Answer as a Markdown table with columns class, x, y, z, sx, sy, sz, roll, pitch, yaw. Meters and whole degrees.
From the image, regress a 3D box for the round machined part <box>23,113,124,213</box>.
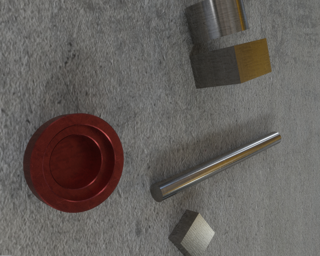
| class | x | y | z | sx | sy | sz | roll | pitch | yaw |
| --- | --- | --- | --- | --- | --- | --- | --- | --- | --- |
| round machined part | -0.090 | 0.034 | 0.320 | 0.099 | 0.042 | 0.097 | 0 | 90 | -40 |

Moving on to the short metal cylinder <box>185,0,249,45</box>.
| class | x | y | z | sx | sy | sz | roll | pitch | yaw |
| --- | --- | --- | --- | --- | --- | --- | --- | --- | --- |
| short metal cylinder | 0.080 | -0.154 | 0.438 | 0.081 | 0.080 | 0.050 | -27 | 107 | -37 |

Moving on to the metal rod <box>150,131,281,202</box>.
| class | x | y | z | sx | sy | sz | roll | pitch | yaw |
| --- | --- | --- | --- | --- | --- | --- | --- | --- | --- |
| metal rod | 0.108 | 0.052 | 0.498 | 0.302 | 0.025 | 0.025 | -16 | 101 | -39 |

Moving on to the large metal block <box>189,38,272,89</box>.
| class | x | y | z | sx | sy | sz | roll | pitch | yaw |
| --- | --- | --- | --- | --- | --- | --- | --- | --- | --- |
| large metal block | 0.105 | -0.095 | 0.459 | 0.081 | 0.080 | 0.050 | -23 | 105 | -38 |

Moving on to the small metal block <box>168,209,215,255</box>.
| class | x | y | z | sx | sy | sz | roll | pitch | yaw |
| --- | --- | --- | --- | --- | --- | --- | --- | --- | --- |
| small metal block | 0.047 | 0.155 | 0.447 | 0.050 | 0.025 | 0.050 | -51 | 120 | -28 |
